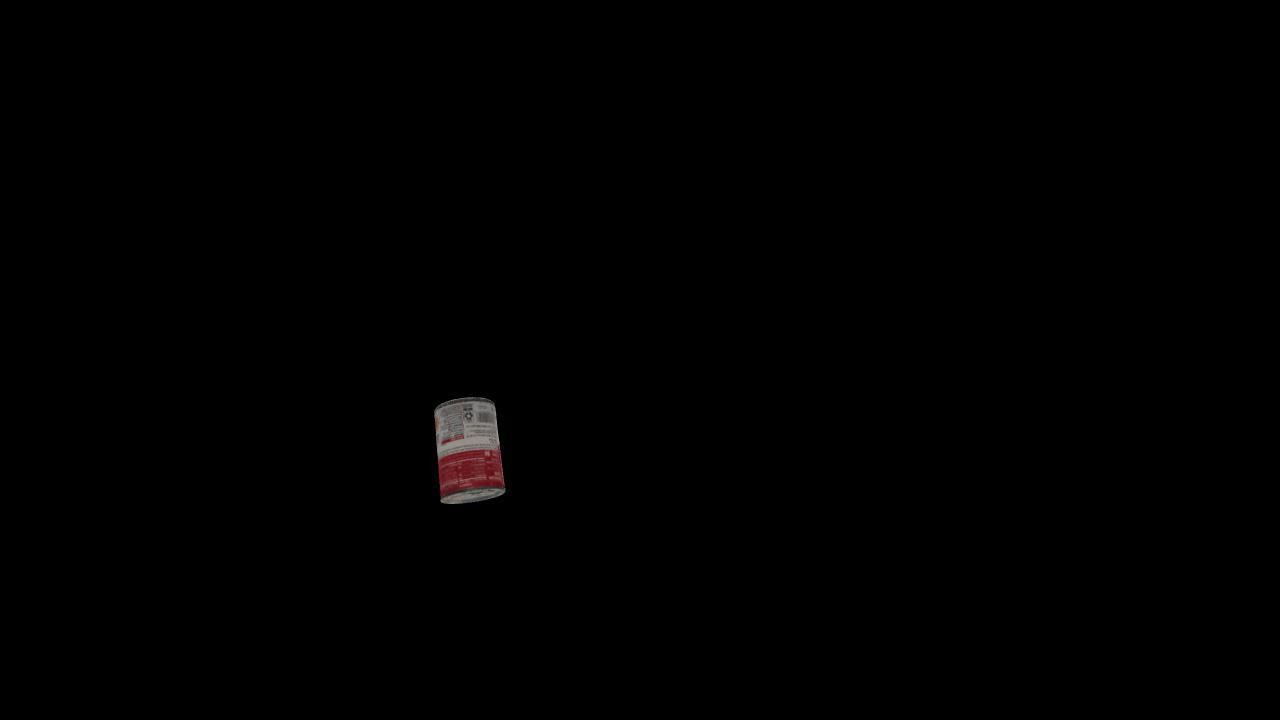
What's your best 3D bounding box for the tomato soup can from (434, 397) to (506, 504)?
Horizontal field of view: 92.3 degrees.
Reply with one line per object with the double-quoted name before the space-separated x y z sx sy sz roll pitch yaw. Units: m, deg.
"tomato soup can" -0.186 0.098 0.667 0.068 0.101 0.068 -11 -20 -4
